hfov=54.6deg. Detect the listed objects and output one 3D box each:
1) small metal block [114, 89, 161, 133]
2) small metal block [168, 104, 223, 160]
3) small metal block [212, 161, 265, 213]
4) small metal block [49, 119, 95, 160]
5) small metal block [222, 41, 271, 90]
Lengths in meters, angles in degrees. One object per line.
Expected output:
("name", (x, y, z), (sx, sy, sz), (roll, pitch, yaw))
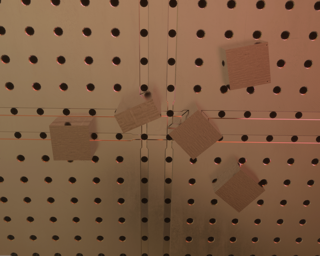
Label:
("small metal block", (-0.027, -0.022, 0.392), (0.050, 0.050, 0.025), (-23, 109, 8))
("small metal block", (0.046, 0.006, 0.416), (0.050, 0.025, 0.050), (-40, 105, 13))
("small metal block", (0.112, 0.085, 0.445), (0.050, 0.025, 0.050), (40, 105, -14))
("small metal block", (-0.117, 0.016, 0.418), (0.050, 0.025, 0.050), (0, 110, 0))
("small metal block", (0.107, -0.078, 0.385), (0.050, 0.025, 0.050), (-10, 110, 3))
